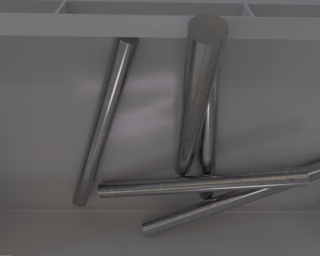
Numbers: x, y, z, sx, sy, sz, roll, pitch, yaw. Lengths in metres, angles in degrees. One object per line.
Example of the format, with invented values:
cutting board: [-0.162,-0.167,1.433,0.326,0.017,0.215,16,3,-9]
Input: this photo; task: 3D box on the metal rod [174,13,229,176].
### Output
metal rod: [0.031,0.000,0.326,0.025,0.025,0.299,-1,156,0]

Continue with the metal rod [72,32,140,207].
metal rod: [-0.083,0.012,0.418,0.025,0.025,0.298,15,129,-12]

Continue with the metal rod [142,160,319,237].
metal rod: [0.116,0.108,0.475,0.301,0.025,0.025,-21,128,7]

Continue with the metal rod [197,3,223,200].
metal rod: [0.063,-0.007,0.403,0.025,0.025,0.298,-4,130,3]

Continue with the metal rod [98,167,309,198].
metal rod: [0.049,0.081,0.448,0.301,0.025,0.025,-7,131,18]
